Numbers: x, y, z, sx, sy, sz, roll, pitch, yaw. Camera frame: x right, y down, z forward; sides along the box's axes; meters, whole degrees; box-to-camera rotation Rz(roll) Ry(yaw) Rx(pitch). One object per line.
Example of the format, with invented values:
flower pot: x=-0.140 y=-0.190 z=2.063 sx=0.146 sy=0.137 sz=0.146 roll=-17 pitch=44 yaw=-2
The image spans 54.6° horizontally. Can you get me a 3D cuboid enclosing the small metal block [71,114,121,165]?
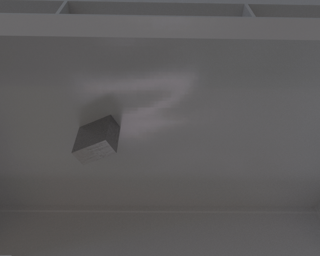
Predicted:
small metal block: x=-0.082 y=0.015 z=0.405 sx=0.050 sy=0.050 sz=0.025 roll=-20 pitch=127 yaw=16
